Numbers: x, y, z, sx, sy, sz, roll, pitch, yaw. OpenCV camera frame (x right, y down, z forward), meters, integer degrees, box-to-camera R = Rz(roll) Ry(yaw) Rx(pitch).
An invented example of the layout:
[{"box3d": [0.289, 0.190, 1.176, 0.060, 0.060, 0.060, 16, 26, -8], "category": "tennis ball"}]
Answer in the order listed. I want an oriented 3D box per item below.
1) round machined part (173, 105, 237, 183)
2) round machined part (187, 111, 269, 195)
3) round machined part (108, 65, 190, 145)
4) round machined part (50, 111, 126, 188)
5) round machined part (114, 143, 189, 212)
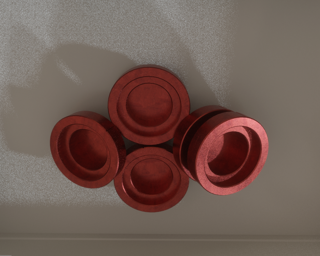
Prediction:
[{"box3d": [0.061, 0.017, 0.396, 0.099, 0.042, 0.097, -8, 111, -21], "category": "round machined part"}, {"box3d": [0.076, 0.027, 0.370, 0.099, 0.042, 0.097, -8, 112, -21], "category": "round machined part"}, {"box3d": [-0.013, -0.031, 0.388, 0.099, 0.042, 0.097, 0, 110, 0], "category": "round machined part"}, {"box3d": [-0.087, 0.024, 0.398, 0.098, 0.042, 0.097, 7, 111, 19], "category": "round machined part"}, {"box3d": [-0.011, 0.062, 0.422, 0.099, 0.042, 0.097, 0, 110, 0], "category": "round machined part"}]
